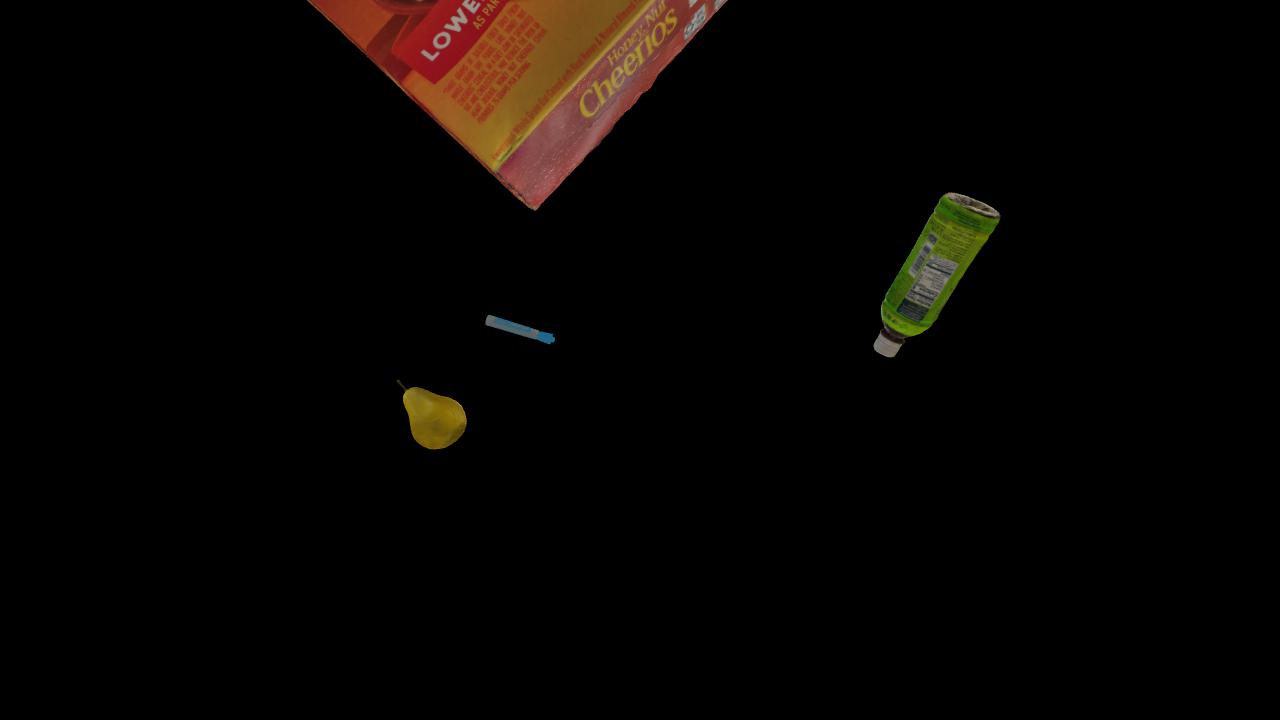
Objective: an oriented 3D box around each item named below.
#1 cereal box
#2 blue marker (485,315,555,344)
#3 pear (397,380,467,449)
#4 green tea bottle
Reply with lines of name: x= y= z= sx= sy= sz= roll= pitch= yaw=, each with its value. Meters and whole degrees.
cereal box: x=-0.113 y=-0.273 z=0.392 sx=0.306 sy=0.203 sz=0.081 roll=44 pitch=3 yaw=10
blue marker: x=-0.204 y=-0.051 z=1.050 sx=0.121 sy=0.020 sz=0.020 roll=17 pitch=1 yaw=3
pear: x=-0.299 y=0.072 z=0.863 sx=0.111 sy=0.080 sz=0.080 roll=45 pitch=11 yaw=11
green tea bottle: x=0.351 y=-0.096 z=0.759 sx=0.073 sy=0.212 sz=0.073 roll=15 pitch=32 yaw=-10
